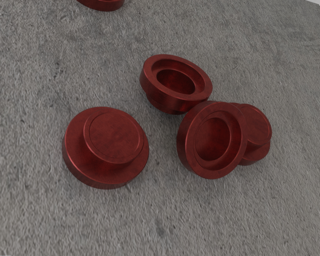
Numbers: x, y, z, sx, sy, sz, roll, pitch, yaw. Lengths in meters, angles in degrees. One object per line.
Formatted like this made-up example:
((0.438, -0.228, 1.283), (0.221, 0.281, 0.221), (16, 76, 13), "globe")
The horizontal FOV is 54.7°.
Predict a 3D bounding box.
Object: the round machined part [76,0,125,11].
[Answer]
((-0.096, -0.234, 0.484), (0.099, 0.042, 0.098), (14, 56, -21), "round machined part")

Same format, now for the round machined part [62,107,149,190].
((-0.057, 0.017, 0.352), (0.099, 0.042, 0.098), (14, 56, -21), "round machined part")

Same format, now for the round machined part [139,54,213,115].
((0.019, -0.056, 0.427), (0.099, 0.042, 0.098), (13, 43, -12), "round machined part")

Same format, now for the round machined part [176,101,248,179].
((0.062, 0.013, 0.398), (0.099, 0.042, 0.097), (-6, 102, -29), "round machined part")

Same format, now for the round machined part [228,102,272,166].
((0.125, 0.003, 0.458), (0.099, 0.042, 0.098), (14, 56, -21), "round machined part")
